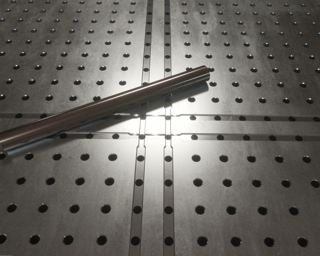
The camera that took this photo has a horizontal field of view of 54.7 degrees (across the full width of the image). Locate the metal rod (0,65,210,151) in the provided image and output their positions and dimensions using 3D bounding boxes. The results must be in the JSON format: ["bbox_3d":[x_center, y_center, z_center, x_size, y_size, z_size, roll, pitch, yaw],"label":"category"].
[{"bbox_3d":[-0.064,-0.034,0.434,0.302,0.025,0.025,-21,53,-17],"label":"metal rod"}]
